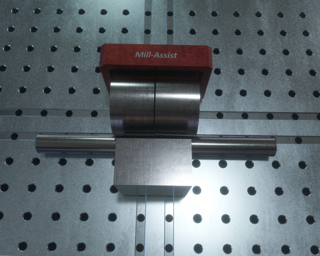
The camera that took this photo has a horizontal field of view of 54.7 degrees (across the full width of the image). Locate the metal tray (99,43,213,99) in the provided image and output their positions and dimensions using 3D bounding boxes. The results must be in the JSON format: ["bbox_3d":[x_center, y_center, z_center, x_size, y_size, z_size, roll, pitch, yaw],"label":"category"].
[{"bbox_3d":[-0.004,-0.069,0.398,0.131,0.090,0.030,1,70,0],"label":"metal tray"}]

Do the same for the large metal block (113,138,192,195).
[{"bbox_3d":[-0.007,0.048,0.360,0.081,0.080,0.050,1,70,0],"label":"large metal block"}]

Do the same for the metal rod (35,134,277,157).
[{"bbox_3d":[-0.005,0.022,0.399,0.302,0.025,0.025,1,70,0],"label":"metal rod"}]

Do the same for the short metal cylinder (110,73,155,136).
[{"bbox_3d":[-0.032,-0.030,0.390,0.050,0.080,0.080,1,70,0],"label":"short metal cylinder"}]

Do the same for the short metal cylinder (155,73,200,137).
[{"bbox_3d":[0.020,-0.029,0.390,0.050,0.080,0.080,2,70,0],"label":"short metal cylinder"}]
